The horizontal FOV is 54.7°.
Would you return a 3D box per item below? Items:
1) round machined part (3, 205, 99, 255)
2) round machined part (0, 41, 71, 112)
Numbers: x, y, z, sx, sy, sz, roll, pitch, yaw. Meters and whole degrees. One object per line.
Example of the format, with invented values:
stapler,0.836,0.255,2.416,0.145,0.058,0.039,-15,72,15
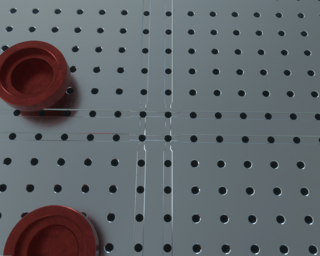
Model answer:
round machined part,-0.118,0.139,0.350,0.099,0.042,0.098,0,70,-1
round machined part,-0.172,-0.067,0.425,0.099,0.042,0.098,0,70,-1
